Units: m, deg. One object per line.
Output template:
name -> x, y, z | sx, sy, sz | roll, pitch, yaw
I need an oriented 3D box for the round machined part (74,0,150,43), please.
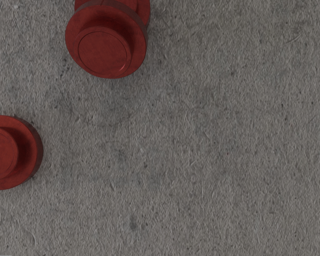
round machined part -> -0.062, -0.156, 0.401 | 0.099, 0.042, 0.097 | 0, 90, 0

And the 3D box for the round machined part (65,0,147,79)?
round machined part -> -0.065, -0.099, 0.374 | 0.099, 0.042, 0.097 | 2, 133, 2

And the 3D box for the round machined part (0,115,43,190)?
round machined part -> -0.208, 0.032, 0.400 | 0.099, 0.042, 0.097 | 0, 90, 0
